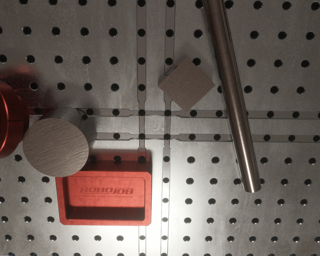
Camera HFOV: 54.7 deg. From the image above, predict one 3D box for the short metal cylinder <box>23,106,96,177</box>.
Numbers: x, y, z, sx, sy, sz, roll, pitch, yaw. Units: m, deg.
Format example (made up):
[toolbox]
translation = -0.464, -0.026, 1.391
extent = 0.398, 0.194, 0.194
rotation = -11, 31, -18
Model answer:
[short metal cylinder]
translation = -0.128, 0.017, 0.405
extent = 0.081, 0.050, 0.079
rotation = 0, 110, -1

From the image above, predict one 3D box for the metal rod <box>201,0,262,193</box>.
[metal rod]
translation = 0.092, -0.048, 0.396
extent = 0.025, 0.025, 0.298
rotation = -15, 110, 5

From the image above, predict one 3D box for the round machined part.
[round machined part]
translation = -0.202, -0.010, 0.382
extent = 0.098, 0.042, 0.097
rotation = 2, 93, 27

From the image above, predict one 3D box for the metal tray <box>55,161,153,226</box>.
[metal tray]
translation = -0.077, 0.094, 0.444
extent = 0.131, 0.030, 0.089
rotation = 1, 110, -1

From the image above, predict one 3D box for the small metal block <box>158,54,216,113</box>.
[small metal block]
translation = 0.033, -0.056, 0.393
extent = 0.050, 0.025, 0.050
rotation = 42, 104, -14
